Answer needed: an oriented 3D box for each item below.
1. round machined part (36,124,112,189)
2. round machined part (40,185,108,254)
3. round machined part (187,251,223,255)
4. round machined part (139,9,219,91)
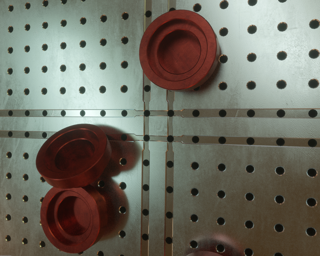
[{"bbox_3d":[-0.114,0.043,0.426,0.098,0.042,0.098,-8,44,8],"label":"round machined part"},{"bbox_3d":[-0.118,0.124,0.446,0.098,0.042,0.097,0,90,20],"label":"round machined part"},{"bbox_3d":[0.061,0.201,0.382,0.098,0.042,0.097,0,90,20],"label":"round machined part"},{"bbox_3d":[0.027,-0.095,0.394,0.098,0.042,0.097,0,90,20],"label":"round machined part"}]
